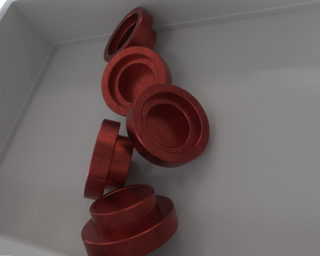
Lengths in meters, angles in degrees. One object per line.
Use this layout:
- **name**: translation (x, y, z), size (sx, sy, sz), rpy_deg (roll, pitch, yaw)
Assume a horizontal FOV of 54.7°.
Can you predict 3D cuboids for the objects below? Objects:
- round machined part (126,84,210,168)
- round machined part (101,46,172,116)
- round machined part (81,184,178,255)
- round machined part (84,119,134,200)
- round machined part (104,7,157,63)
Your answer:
- **round machined part**: translation (0.006, 0.000, 0.369), size (0.042, 0.099, 0.098), rpy_deg (138, 146, -57)
- **round machined part**: translation (-0.029, -0.061, 0.434), size (0.098, 0.042, 0.097), rpy_deg (-3, 81, 22)
- **round machined part**: translation (-0.034, 0.091, 0.320), size (0.098, 0.098, 0.042), rpy_deg (-12, 99, 21)
- **round machined part**: translation (-0.059, 0.041, 0.377), size (0.042, 0.098, 0.098), rpy_deg (14, 63, -7)
- **round machined part**: translation (-0.042, -0.135, 0.485), size (0.098, 0.042, 0.098), rpy_deg (-35, 39, 34)
